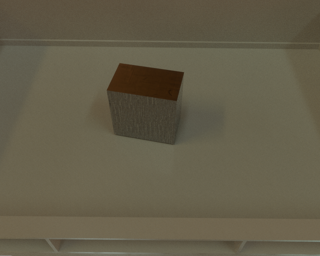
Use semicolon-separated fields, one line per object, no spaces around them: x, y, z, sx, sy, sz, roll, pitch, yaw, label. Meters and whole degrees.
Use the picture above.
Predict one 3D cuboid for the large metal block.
-0.016;-0.029;0.391;0.080;0.080;0.050;9;51;7;large metal block
